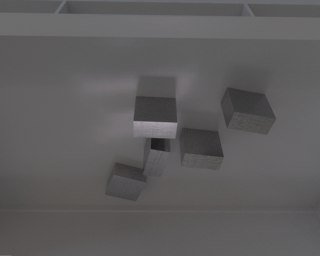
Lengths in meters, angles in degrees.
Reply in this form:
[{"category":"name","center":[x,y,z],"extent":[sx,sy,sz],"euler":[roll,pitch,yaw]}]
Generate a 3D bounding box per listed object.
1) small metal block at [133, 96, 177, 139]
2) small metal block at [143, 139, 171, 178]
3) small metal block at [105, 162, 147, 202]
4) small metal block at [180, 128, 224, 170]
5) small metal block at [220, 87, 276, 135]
[{"category":"small metal block","center":[-0.006,-0.014,0.381],"extent":[0.050,0.050,0.025],"euler":[2,130,-2]},{"category":"small metal block","center":[-0.005,0.030,0.418],"extent":[0.025,0.050,0.050],"euler":[11,129,-9]},{"category":"small metal block","center":[-0.053,0.084,0.480],"extent":[0.050,0.025,0.050],"euler":[16,128,-14]},{"category":"small metal block","center":[0.054,0.028,0.416],"extent":[0.050,0.050,0.025],"euler":[6,130,-6]},{"category":"small metal block","center":[0.105,-0.021,0.376],"extent":[0.050,0.050,0.025],"euler":[9,130,-8]}]
